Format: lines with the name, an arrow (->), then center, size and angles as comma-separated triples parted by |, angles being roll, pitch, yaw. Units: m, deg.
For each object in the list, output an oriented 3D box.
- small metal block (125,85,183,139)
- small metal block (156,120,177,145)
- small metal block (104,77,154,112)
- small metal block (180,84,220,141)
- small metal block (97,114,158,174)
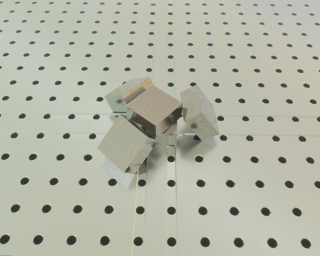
small metal block -> -0.007, -0.021, 0.393 | 0.050, 0.025, 0.050 | 34, 57, 25
small metal block -> -0.003, -0.005, 0.412 | 0.050, 0.025, 0.050 | 1, 53, 1
small metal block -> -0.041, -0.046, 0.431 | 0.050, 0.025, 0.050 | -39, 24, -28
small metal block -> 0.052, -0.019, 0.405 | 0.025, 0.050, 0.050 | -24, 46, 23
small metal block -> -0.039, 0.020, 0.374 | 0.050, 0.025, 0.050 | 37, 96, 27
